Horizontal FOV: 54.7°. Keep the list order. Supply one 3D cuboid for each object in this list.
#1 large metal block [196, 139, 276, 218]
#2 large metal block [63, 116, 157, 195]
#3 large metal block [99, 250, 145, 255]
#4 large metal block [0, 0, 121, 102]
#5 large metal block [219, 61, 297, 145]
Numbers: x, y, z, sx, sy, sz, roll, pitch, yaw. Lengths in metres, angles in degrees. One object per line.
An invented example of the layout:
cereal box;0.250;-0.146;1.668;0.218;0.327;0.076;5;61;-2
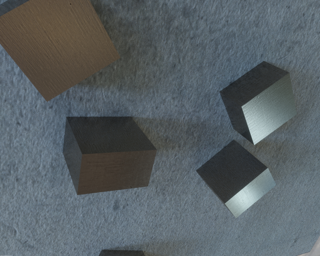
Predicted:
large metal block;0.118;0.078;0.486;0.080;0.080;0.050;-39;130;-2
large metal block;-0.061;0.027;0.356;0.081;0.080;0.050;-1;119;-28
large metal block;-0.070;0.250;0.509;0.081;0.050;0.080;18;109;-36
large metal block;-0.096;-0.085;0.286;0.080;0.050;0.080;-33;129;-7
large metal block;0.144;-0.036;0.449;0.080;0.050;0.080;-35;129;-5
